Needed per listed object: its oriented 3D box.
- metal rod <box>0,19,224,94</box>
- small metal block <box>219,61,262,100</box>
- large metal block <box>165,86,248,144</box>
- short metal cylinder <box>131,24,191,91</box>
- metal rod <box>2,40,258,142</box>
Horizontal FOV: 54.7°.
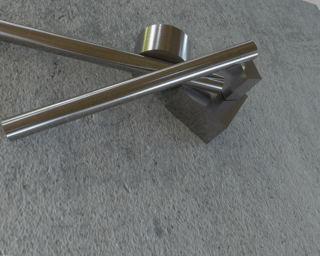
[{"bbox_3d":[-0.066,-0.090,0.389,0.302,0.025,0.025,12,56,-8],"label":"metal rod"},{"bbox_3d":[0.104,-0.073,0.424,0.025,0.050,0.050,-5,64,-30],"label":"small metal block"},{"bbox_3d":[0.068,-0.038,0.449,0.080,0.050,0.080,41,52,0],"label":"large metal block"},{"bbox_3d":[0.002,-0.096,0.433,0.081,0.080,0.050,19,54,-18],"label":"short metal cylinder"},{"bbox_3d":[-0.021,-0.048,0.357,0.302,0.025,0.025,-20,72,-14],"label":"metal rod"}]
